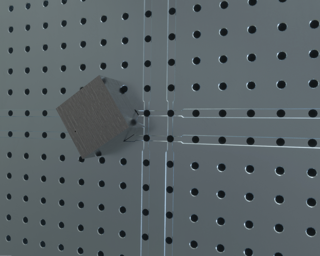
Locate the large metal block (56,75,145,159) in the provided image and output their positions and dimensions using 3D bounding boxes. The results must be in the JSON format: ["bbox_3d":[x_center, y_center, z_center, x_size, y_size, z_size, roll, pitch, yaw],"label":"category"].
[{"bbox_3d":[-0.082,-0.014,0.429,0.080,0.050,0.080,-34,79,17],"label":"large metal block"}]
